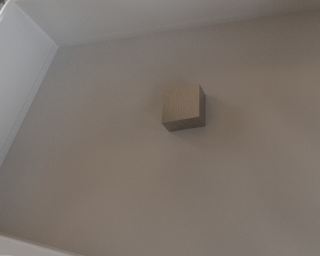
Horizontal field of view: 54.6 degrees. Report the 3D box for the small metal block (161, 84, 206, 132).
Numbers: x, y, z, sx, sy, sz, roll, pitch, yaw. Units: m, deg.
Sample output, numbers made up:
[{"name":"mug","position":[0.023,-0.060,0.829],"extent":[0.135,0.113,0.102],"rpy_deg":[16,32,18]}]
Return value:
[{"name":"small metal block","position":[0.032,-0.026,0.406],"extent":[0.050,0.025,0.050],"rpy_deg":[-9,58,23]}]
